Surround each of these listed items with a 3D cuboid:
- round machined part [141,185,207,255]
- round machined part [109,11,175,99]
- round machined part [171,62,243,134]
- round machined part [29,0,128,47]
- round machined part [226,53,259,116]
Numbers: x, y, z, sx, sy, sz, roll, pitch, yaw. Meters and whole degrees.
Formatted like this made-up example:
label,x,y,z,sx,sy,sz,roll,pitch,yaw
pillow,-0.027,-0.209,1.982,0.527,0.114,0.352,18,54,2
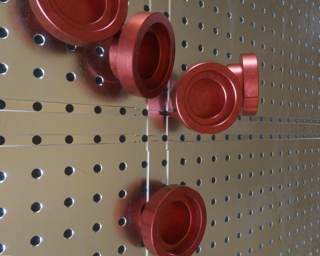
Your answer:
label,x,y,z,sx,sy,sz,roll,pitch,yaw
round machined part,0.014,0.124,0.412,0.099,0.042,0.097,0,90,-40
round machined part,-0.023,-0.086,0.365,0.099,0.042,0.097,-39,136,-51
round machined part,0.063,-0.041,0.438,0.099,0.042,0.097,-1,95,-16
round machined part,-0.087,-0.133,0.323,0.099,0.042,0.097,2,87,-35
round machined part,0.126,-0.067,0.485,0.098,0.042,0.097,-2,91,-80
